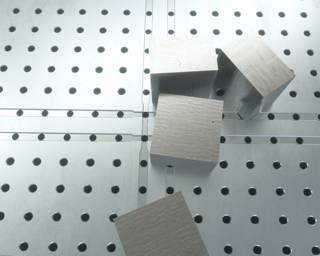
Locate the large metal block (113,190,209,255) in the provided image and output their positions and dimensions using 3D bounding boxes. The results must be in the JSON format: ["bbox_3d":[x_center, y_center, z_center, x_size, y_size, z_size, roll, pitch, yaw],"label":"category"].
[{"bbox_3d":[0.002,0.127,0.352,0.080,0.050,0.080,-21,72,-8],"label":"large metal block"}]

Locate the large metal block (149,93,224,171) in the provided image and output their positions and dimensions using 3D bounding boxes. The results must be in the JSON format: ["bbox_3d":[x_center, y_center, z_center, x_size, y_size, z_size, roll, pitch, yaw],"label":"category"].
[{"bbox_3d":[0.033,0.006,0.396,0.080,0.050,0.080,8,70,3],"label":"large metal block"}]

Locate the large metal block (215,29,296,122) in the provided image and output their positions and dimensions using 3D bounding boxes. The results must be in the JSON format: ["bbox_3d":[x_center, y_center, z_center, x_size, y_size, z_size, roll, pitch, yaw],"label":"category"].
[{"bbox_3d":[0.116,-0.066,0.407,0.050,0.080,0.080,-33,73,-11],"label":"large metal block"}]

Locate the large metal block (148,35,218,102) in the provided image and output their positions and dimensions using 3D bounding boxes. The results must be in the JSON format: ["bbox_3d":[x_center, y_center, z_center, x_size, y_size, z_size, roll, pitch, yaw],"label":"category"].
[{"bbox_3d":[0.027,-0.076,0.411,0.080,0.080,0.050,-3,70,-1],"label":"large metal block"}]
